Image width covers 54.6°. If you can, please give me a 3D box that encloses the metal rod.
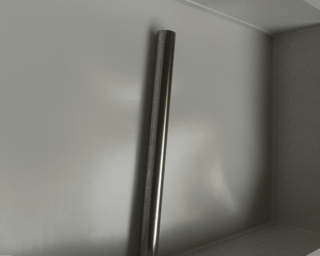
[{"bbox_3d":[-0.004,0.023,0.402,0.025,0.025,0.299,8,85,-40],"label":"metal rod"}]
